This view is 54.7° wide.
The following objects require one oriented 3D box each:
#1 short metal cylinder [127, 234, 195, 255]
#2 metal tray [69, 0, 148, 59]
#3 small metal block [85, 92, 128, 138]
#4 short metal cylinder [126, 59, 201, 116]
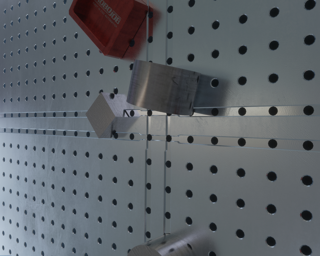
[{"bbox_3d":[0.002,0.182,0.392,0.080,0.050,0.079,0,90,40],"label":"short metal cylinder"},{"bbox_3d":[-0.083,-0.180,0.474,0.130,0.030,0.090,50,119,28],"label":"metal tray"},{"bbox_3d":[-0.083,-0.019,0.478,0.050,0.025,0.050,-48,62,29],"label":"small metal block"},{"bbox_3d":[0.004,-0.049,0.370,0.080,0.081,0.050,20,103,38],"label":"short metal cylinder"}]
